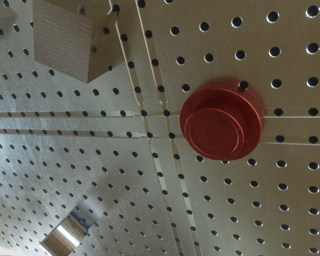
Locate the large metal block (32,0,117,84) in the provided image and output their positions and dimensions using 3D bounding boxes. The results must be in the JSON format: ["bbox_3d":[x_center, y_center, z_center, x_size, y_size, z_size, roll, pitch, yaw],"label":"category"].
[{"bbox_3d":[-0.105,-0.113,0.381,0.080,0.050,0.079,25,127,13],"label":"large metal block"}]

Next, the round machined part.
[{"bbox_3d":[0.068,-0.001,0.364,0.098,0.042,0.097,13,124,21],"label":"round machined part"}]

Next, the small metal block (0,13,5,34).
[{"bbox_3d":[-0.260,-0.157,0.451,0.050,0.025,0.050,43,129,-2],"label":"small metal block"}]

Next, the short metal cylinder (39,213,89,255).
[{"bbox_3d":[-0.188,0.215,0.608,0.050,0.080,0.080,46,129,-4],"label":"short metal cylinder"}]
